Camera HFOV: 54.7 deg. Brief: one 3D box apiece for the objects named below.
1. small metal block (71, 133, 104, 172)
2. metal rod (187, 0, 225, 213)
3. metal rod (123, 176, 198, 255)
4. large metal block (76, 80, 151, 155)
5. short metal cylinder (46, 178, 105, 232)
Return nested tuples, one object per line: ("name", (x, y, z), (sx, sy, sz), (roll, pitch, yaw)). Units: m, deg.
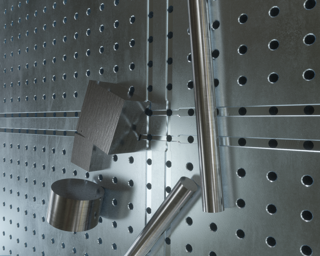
("small metal block", (-0.118, 0.039, 0.507), (0.050, 0.025, 0.050), (18, 102, 38))
("metal rod", (0.052, -0.053, 0.366), (0.025, 0.025, 0.298), (-7, 86, 40))
("metal rod", (-0.038, 0.183, 0.440), (0.025, 0.025, 0.298), (47, 118, 30))
("large metal block", (-0.070, -0.017, 0.451), (0.080, 0.050, 0.079), (31, 109, 35))
("short metal cylinder", (-0.131, 0.118, 0.482), (0.080, 0.081, 0.050), (21, 103, 38))
